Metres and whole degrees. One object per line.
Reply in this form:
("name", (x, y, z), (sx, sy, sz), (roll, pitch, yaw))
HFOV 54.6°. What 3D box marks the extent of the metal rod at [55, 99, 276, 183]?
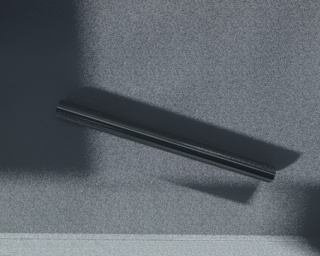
("metal rod", (0.013, 0.020, 0.417), (0.302, 0.025, 0.025), (17, 109, -7))
